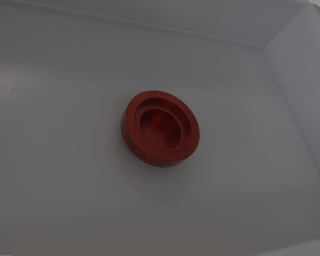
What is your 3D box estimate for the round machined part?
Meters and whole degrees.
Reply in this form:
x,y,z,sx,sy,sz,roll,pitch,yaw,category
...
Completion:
x,y,z,sx,sy,sz,roll,pitch,yaw,category
-0.003,0.005,0.390,0.099,0.042,0.098,13,56,-21,round machined part
